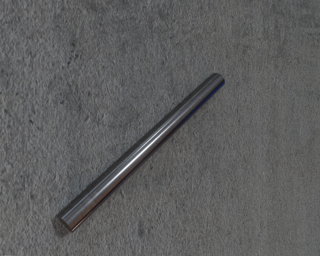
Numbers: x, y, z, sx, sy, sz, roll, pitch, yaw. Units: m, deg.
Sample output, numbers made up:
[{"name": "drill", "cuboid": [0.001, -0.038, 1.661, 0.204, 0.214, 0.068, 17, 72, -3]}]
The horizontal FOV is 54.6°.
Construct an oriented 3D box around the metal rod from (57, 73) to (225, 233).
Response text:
[{"name": "metal rod", "cuboid": [-0.005, 0.013, 0.402, 0.301, 0.025, 0.025, -43, 116, -31]}]
